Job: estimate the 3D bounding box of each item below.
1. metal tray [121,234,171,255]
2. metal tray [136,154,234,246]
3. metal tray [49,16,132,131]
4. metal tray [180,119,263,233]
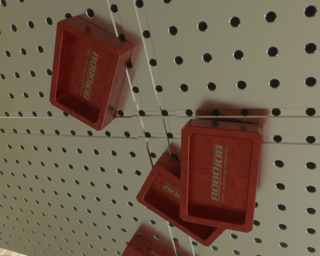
[{"bbox_3d":[-0.010,0.263,0.575,0.130,0.030,0.089,31,128,7],"label":"metal tray"},{"bbox_3d":[0.038,0.106,0.452,0.130,0.030,0.089,32,128,6],"label":"metal tray"},{"bbox_3d":[-0.097,-0.069,0.414,0.090,0.030,0.129,29,128,9],"label":"metal tray"},{"bbox_3d":[0.073,0.058,0.379,0.090,0.030,0.129,5,108,17],"label":"metal tray"}]
